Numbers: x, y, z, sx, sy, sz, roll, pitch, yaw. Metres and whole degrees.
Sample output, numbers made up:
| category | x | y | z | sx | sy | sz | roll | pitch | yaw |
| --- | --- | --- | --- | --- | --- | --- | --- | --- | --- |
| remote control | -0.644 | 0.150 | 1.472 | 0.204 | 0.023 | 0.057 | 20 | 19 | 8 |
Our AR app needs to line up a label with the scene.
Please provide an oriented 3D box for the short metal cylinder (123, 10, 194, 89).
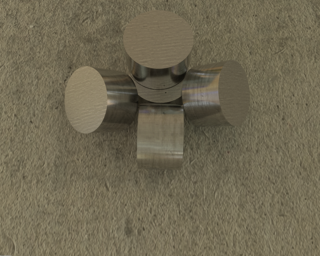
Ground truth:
| category | x | y | z | sx | sy | sz | roll | pitch | yaw |
| --- | --- | --- | --- | --- | --- | --- | --- | --- | --- |
| short metal cylinder | -0.002 | -0.094 | 0.377 | 0.081 | 0.050 | 0.080 | 0 | 70 | 0 |

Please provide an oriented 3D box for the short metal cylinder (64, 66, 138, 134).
| category | x | y | z | sx | sy | sz | roll | pitch | yaw |
| --- | --- | --- | --- | --- | --- | --- | --- | --- | --- |
| short metal cylinder | -0.074 | -0.034 | 0.386 | 0.080 | 0.050 | 0.079 | 2 | 93 | 38 |

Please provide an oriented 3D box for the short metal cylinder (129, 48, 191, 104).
| category | x | y | z | sx | sy | sz | roll | pitch | yaw |
| --- | --- | --- | --- | --- | --- | --- | --- | --- | --- |
| short metal cylinder | 0.000 | -0.060 | 0.418 | 0.081 | 0.050 | 0.080 | 0 | 70 | 0 |

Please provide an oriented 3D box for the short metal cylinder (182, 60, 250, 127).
| category | x | y | z | sx | sy | sz | roll | pitch | yaw |
| --- | --- | --- | --- | --- | --- | --- | --- | --- | --- |
| short metal cylinder | 0.072 | -0.042 | 0.390 | 0.050 | 0.080 | 0.080 | -2 | 64 | 41 |

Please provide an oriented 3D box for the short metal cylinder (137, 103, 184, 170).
| category | x | y | z | sx | sy | sz | roll | pitch | yaw |
| --- | --- | --- | --- | --- | --- | --- | --- | --- | --- |
| short metal cylinder | 0.001 | 0.010 | 0.375 | 0.050 | 0.080 | 0.080 | 2 | 70 | 0 |
